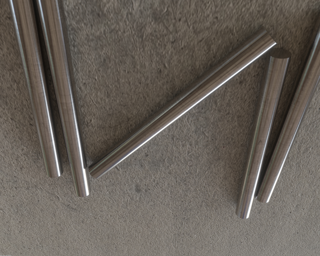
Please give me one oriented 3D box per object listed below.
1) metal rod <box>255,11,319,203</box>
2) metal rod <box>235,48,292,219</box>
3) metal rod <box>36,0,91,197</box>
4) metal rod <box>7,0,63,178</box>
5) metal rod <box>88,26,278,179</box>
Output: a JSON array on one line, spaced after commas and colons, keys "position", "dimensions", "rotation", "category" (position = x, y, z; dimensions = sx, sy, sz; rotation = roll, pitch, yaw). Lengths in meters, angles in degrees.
[{"position": [0.170, -0.002, 0.406], "dimensions": [0.025, 0.025, 0.298], "rotation": [1, 130, -1], "category": "metal rod"}, {"position": [0.136, 0.032, 0.435], "dimensions": [0.025, 0.025, 0.298], "rotation": [-2, 130, 1], "category": "metal rod"}, {"position": [-0.114, -0.014, 0.393], "dimensions": [0.025, 0.025, 0.298], "rotation": [2, 130, -2], "category": "metal rod"}, {"position": [-0.143, -0.049, 0.364], "dimensions": [0.025, 0.025, 0.298], "rotation": [4, 130, -4], "category": "metal rod"}, {"position": [0.010, -0.016, 0.392], "dimensions": [0.299, 0.025, 0.025], "rotation": [-37, 121, 27], "category": "metal rod"}]
